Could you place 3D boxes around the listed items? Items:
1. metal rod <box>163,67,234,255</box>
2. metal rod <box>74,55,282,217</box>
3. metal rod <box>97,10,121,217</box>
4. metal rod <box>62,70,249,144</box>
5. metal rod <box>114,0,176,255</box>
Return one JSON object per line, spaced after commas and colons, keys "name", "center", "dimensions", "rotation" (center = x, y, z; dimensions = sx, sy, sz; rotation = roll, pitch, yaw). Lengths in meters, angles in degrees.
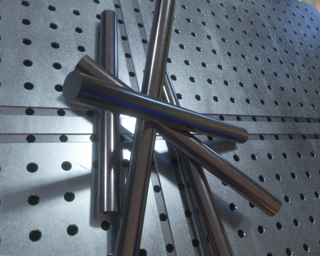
{"name": "metal rod", "center": [0.036, 0.033, 0.409], "dimensions": [0.025, 0.025, 0.299], "rotation": [-4, 64, -30]}
{"name": "metal rod", "center": [0.025, 0.012, 0.382], "dimensions": [0.301, 0.025, 0.025], "rotation": [37, 51, -4]}
{"name": "metal rod", "center": [-0.066, -0.040, 0.398], "dimensions": [0.025, 0.025, 0.299], "rotation": [9, 58, -24]}
{"name": "metal rod", "center": [0.027, -0.011, 0.358], "dimensions": [0.302, 0.025, 0.025], "rotation": [13, 53, -49]}
{"name": "metal rod", "center": [-0.013, -0.014, 0.351], "dimensions": [0.025, 0.025, 0.299], "rotation": [14, 75, -21]}
